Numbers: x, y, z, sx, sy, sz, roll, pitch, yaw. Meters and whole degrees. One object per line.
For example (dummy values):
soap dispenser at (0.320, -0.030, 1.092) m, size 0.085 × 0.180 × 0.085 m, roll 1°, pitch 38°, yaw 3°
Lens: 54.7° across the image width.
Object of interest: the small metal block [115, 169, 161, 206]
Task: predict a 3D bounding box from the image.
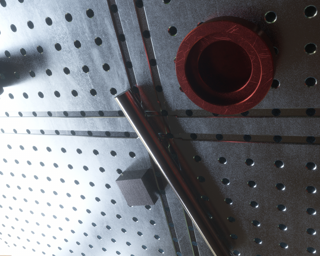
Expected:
small metal block at (-0.034, 0.094, 0.485) m, size 0.050 × 0.025 × 0.050 m, roll -11°, pitch 113°, yaw 32°

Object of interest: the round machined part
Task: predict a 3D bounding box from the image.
round machined part at (0.069, -0.066, 0.322) m, size 0.098 × 0.042 × 0.097 m, roll 13°, pitch 124°, yaw 20°

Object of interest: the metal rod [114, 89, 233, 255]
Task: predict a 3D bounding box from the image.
metal rod at (0.026, 0.078, 0.444) m, size 0.025 × 0.025 × 0.299 m, roll -21°, pitch 108°, yaw 35°

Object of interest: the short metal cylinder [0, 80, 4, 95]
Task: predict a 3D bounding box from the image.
short metal cylinder at (-0.296, -0.071, 0.484) m, size 0.080 × 0.080 × 0.050 m, roll 7°, pitch 121°, yaw 24°
